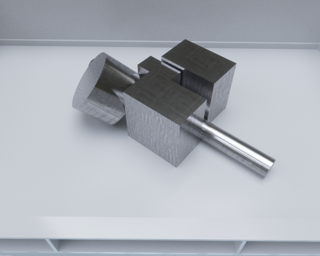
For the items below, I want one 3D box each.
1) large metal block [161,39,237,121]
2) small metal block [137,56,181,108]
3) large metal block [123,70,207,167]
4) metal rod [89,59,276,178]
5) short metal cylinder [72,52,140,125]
[{"bbox_3d":[0.049,-0.061,0.420,0.080,0.080,0.050,33,57,24],"label":"large metal block"},{"bbox_3d":[-0.001,-0.059,0.407,0.050,0.050,0.025,33,58,24],"label":"small metal block"},{"bbox_3d":[0.005,-0.011,0.378,0.080,0.080,0.050,32,57,23],"label":"large metal block"},{"bbox_3d":[0.014,-0.025,0.425,0.300,0.025,0.025,32,57,23],"label":"metal rod"},{"bbox_3d":[-0.071,-0.050,0.401,0.050,0.080,0.080,29,43,-29],"label":"short metal cylinder"}]
